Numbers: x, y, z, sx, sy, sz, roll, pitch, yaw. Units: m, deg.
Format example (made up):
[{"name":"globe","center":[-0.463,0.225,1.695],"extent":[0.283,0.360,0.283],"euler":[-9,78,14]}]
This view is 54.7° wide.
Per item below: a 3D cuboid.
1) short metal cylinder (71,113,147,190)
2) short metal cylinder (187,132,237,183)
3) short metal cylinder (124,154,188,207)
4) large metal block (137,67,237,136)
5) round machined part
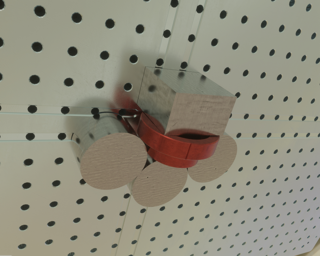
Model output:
[{"name":"short metal cylinder","center":[-0.062,0.028,0.379],"extent":[0.081,0.050,0.079],"euler":[-14,124,-21]},{"name":"short metal cylinder","center":[0.064,0.032,0.450],"extent":[0.081,0.050,0.079],"euler":[-14,124,-21]},{"name":"short metal cylinder","center":[-0.009,0.061,0.428],"extent":[0.081,0.050,0.079],"euler":[-14,124,-21]},{"name":"large metal block","center":[0.029,-0.033,0.371],"extent":[0.081,0.080,0.050],"euler":[1,118,-29]},{"name":"round machined part","center":[0.020,0.014,0.381],"extent":[0.099,0.098,0.042],"euler":[2,117,-29]}]
